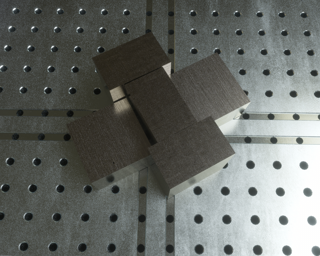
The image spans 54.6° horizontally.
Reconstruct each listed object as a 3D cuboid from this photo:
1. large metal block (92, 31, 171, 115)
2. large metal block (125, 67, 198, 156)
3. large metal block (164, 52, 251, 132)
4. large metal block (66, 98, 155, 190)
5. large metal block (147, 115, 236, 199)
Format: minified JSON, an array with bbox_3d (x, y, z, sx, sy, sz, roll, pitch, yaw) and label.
[{"bbox_3d":[-0.034,-0.067,0.406,0.080,0.080,0.050,-27,72,-9],"label":"large metal block"},{"bbox_3d":[0.001,-0.015,0.388,0.050,0.080,0.080,-27,72,-9],"label":"large metal block"},{"bbox_3d":[0.058,-0.041,0.413,0.080,0.050,0.080,-27,74,-9],"label":"large metal block"},{"bbox_3d":[-0.060,0.021,0.392,0.080,0.050,0.080,-25,72,-9],"label":"large metal block"},{"bbox_3d":[0.033,0.038,0.369,0.080,0.080,0.050,-27,72,-10],"label":"large metal block"}]
